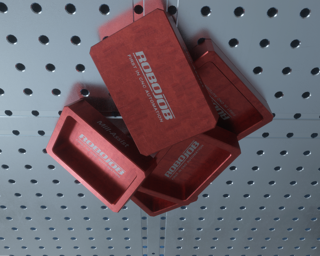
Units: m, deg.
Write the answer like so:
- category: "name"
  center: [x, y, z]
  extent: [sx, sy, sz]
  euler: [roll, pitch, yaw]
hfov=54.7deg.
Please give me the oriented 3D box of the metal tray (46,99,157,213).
- category: "metal tray"
  center: [-0.078, 0.037, 0.398]
  extent: [0.130, 0.030, 0.089]
  euler: [40, 124, 6]

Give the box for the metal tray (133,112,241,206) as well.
- category: "metal tray"
  center: [0.031, 0.046, 0.408]
  extent: [0.091, 0.030, 0.129]
  euler: [23, 126, -19]

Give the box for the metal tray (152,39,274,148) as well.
- category: "metal tray"
  center: [0.065, -0.033, 0.381]
  extent: [0.090, 0.030, 0.130]
  euler: [-36, 122, 26]

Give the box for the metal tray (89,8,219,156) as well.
- category: "metal tray"
  center: [-0.005, -0.045, 0.330]
  extent: [0.090, 0.030, 0.129]
  euler: [-24, 96, 18]

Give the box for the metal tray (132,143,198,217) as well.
- category: "metal tray"
  center: [-0.011, 0.081, 0.477]
  extent: [0.090, 0.030, 0.130]
  euler: [-26, 126, 20]
